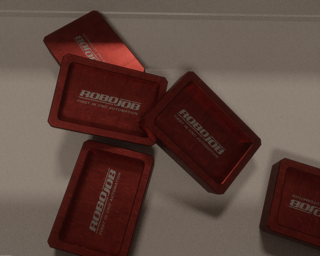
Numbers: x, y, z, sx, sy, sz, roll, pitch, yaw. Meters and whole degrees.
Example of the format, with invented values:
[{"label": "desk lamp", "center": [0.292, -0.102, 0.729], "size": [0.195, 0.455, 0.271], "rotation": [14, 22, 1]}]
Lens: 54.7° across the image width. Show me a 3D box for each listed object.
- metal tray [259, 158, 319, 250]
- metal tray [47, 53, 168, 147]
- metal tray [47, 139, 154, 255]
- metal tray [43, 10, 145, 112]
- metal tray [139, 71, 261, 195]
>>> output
[{"label": "metal tray", "center": [0.197, 0.099, 0.373], "size": [0.131, 0.030, 0.090], "rotation": [18, 71, 6]}, {"label": "metal tray", "center": [-0.063, -0.032, 0.390], "size": [0.131, 0.030, 0.090], "rotation": [12, 84, -11]}, {"label": "metal tray", "center": [-0.066, 0.087, 0.374], "size": [0.090, 0.030, 0.130], "rotation": [14, 70, 4]}, {"label": "metal tray", "center": [-0.092, -0.097, 0.441], "size": [0.090, 0.030, 0.130], "rotation": [-34, 74, -12]}, {"label": "metal tray", "center": [0.050, 0.007, 0.381], "size": [0.130, 0.030, 0.090], "rotation": [44, 74, -8]}]
